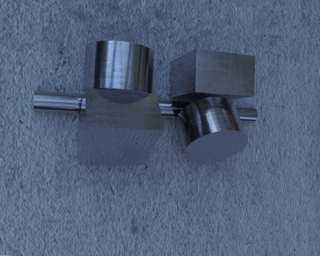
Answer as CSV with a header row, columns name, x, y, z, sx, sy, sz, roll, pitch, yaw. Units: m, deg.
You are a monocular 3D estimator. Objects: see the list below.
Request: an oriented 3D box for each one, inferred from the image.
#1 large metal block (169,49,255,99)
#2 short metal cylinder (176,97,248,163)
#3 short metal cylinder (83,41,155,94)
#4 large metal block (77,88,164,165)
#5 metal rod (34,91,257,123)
name,x,y,z,sx,sy,sz,roll,pitch,yaw
large metal block,0.065,-0.065,0.405,0.081,0.080,0.050,1,90,-20
short metal cylinder,0.066,0.004,0.399,0.081,0.080,0.050,2,55,-20
short metal cylinder,-0.048,-0.066,0.363,0.081,0.080,0.050,4,89,-20
large metal block,-0.050,0.002,0.356,0.081,0.080,0.050,3,55,-21
metal rod,-0.004,-0.025,0.411,0.302,0.025,0.025,2,89,-20
